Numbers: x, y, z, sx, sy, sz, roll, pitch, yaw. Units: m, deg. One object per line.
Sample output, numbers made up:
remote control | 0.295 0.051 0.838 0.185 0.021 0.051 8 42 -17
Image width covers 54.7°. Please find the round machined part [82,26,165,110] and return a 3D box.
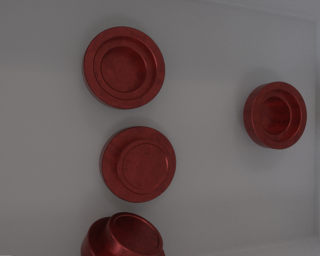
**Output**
round machined part | -0.047 -0.071 0.384 0.099 0.042 0.097 0 90 -20

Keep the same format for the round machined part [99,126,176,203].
round machined part | -0.024 0.047 0.392 0.099 0.042 0.097 0 90 -20

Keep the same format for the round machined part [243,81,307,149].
round machined part | 0.165 -0.018 0.462 0.099 0.042 0.097 0 90 -20

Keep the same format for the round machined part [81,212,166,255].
round machined part | -0.036 0.135 0.355 0.099 0.098 0.042 23 107 -19
